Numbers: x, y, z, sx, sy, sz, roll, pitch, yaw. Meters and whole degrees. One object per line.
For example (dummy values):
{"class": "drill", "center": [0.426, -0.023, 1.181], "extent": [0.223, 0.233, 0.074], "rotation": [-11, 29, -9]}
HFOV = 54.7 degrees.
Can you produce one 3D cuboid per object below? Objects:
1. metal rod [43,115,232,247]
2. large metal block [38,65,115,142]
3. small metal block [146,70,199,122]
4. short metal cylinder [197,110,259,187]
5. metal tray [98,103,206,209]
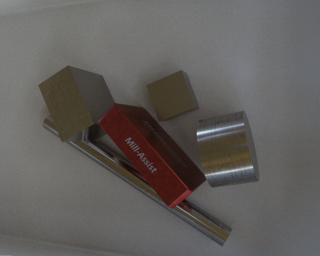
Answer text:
{"class": "metal rod", "center": [-0.042, 0.062, 0.423], "extent": [0.301, 0.025, 0.025], "rotation": [30, 100, 17]}
{"class": "large metal block", "center": [-0.102, -0.030, 0.414], "extent": [0.050, 0.080, 0.080], "rotation": [-28, 81, 18]}
{"class": "small metal block", "center": [0.017, -0.040, 0.401], "extent": [0.050, 0.025, 0.050], "rotation": [-21, 83, 18]}
{"class": "short metal cylinder", "center": [0.078, 0.024, 0.351], "extent": [0.050, 0.080, 0.080], "rotation": [-12, 86, 20]}
{"class": "metal tray", "center": [-0.006, 0.029, 0.375], "extent": [0.030, 0.090, 0.130], "rotation": [-45, 77, 14]}
